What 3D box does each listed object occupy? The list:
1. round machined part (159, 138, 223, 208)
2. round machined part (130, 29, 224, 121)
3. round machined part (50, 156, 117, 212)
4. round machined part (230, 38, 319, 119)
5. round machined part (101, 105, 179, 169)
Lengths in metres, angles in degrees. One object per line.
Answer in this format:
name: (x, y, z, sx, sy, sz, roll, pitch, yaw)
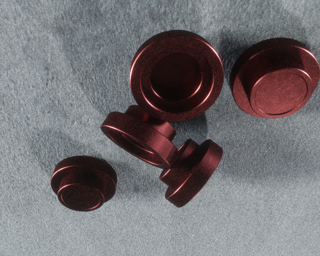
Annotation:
round machined part: (0.036, 0.053, 0.410, 0.042, 0.098, 0.097, 38, 123, -1)
round machined part: (0.017, -0.059, 0.340, 0.099, 0.042, 0.097, -2, 122, -3)
round machined part: (-0.117, 0.091, 0.472, 0.099, 0.042, 0.097, -1, 130, 0)
round machined part: (0.133, -0.049, 0.356, 0.099, 0.042, 0.097, -1, 130, 0)
round machined part: (-0.020, 0.008, 0.381, 0.098, 0.042, 0.098, 28, 163, 10)
